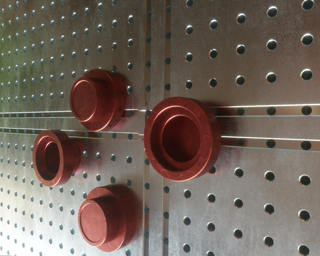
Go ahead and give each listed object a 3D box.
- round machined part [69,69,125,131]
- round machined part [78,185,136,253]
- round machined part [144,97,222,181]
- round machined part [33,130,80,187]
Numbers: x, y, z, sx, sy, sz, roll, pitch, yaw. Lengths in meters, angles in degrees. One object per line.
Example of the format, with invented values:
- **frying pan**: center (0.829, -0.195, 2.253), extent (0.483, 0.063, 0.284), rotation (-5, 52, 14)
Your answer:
- **round machined part**: center (-0.103, -0.044, 0.480), extent (0.098, 0.042, 0.097), rotation (0, 90, 39)
- **round machined part**: center (-0.086, 0.138, 0.467), extent (0.098, 0.042, 0.097), rotation (0, 90, 39)
- **round machined part**: center (0.031, 0.012, 0.372), extent (0.098, 0.042, 0.097), rotation (0, 90, 39)
- **round machined part**: center (-0.178, 0.051, 0.542), extent (0.098, 0.042, 0.097), rotation (0, 90, 39)
